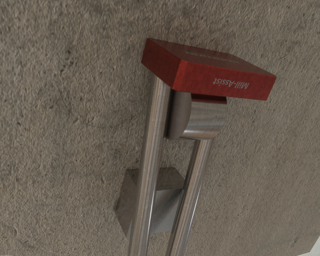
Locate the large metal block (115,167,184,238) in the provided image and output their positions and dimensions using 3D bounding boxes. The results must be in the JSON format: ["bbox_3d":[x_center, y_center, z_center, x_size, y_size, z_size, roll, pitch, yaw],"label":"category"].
[{"bbox_3d":[-0.012,0.106,0.450,0.081,0.050,0.079,2,118,-30],"label":"large metal block"}]

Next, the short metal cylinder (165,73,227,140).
[{"bbox_3d":[0.036,-0.025,0.379,0.050,0.080,0.079,2,118,-30],"label":"short metal cylinder"}]

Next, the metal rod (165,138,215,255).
[{"bbox_3d":[0.047,0.068,0.418,0.025,0.025,0.298,9,99,-33],"label":"metal rod"}]

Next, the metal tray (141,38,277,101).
[{"bbox_3d":[0.055,-0.067,0.356,0.131,0.090,0.030,2,117,-30],"label":"metal tray"}]

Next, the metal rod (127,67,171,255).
[{"bbox_3d":[-0.015,0.065,0.383,0.025,0.025,0.298,2,102,-30],"label":"metal rod"}]
